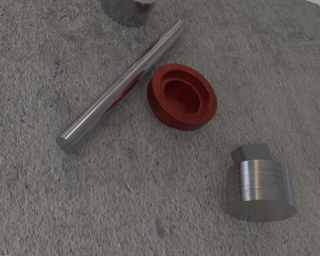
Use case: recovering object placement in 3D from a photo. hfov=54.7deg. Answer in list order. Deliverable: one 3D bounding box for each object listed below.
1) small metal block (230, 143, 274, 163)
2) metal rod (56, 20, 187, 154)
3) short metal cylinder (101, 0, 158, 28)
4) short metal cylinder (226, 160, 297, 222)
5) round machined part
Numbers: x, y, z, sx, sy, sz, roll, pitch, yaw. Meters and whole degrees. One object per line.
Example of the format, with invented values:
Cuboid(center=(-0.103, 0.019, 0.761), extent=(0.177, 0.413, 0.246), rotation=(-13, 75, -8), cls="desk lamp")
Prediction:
Cuboid(center=(0.137, 0.051, 0.446), extent=(0.050, 0.025, 0.050), rotation=(-2, 63, -29), cls="small metal block")
Cuboid(center=(-0.035, -0.076, 0.431), extent=(0.025, 0.025, 0.301), rotation=(38, 51, -3), cls="metal rod")
Cuboid(center=(-0.047, -0.207, 0.489), extent=(0.081, 0.050, 0.080), rotation=(14, 56, -21), cls="short metal cylinder")
Cuboid(center=(0.124, 0.080, 0.386), extent=(0.081, 0.080, 0.050), rotation=(19, 55, -18), cls="short metal cylinder")
Cuboid(center=(0.027, -0.038, 0.430), extent=(0.099, 0.042, 0.098), rotation=(14, 56, -21), cls="round machined part")
